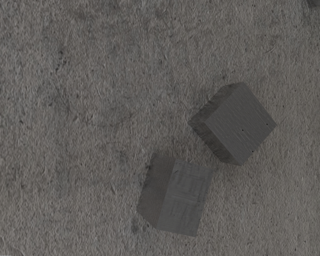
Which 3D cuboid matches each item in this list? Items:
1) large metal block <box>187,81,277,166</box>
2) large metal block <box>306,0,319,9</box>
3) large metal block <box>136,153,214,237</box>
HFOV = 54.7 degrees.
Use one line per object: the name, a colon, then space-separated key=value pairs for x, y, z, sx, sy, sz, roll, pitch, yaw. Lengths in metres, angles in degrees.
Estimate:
large metal block: x=0.101 y=-0.006 z=0.433 sx=0.080 sy=0.050 sz=0.080 roll=-45 pitch=104 yaw=-14
large metal block: x=0.283 y=-0.237 z=0.483 sx=0.080 sy=0.080 sz=0.050 roll=-31 pitch=100 yaw=-17
large metal block: x=0.016 y=0.079 z=0.385 sx=0.050 sy=0.080 sz=0.080 roll=18 pitch=84 yaw=-19
